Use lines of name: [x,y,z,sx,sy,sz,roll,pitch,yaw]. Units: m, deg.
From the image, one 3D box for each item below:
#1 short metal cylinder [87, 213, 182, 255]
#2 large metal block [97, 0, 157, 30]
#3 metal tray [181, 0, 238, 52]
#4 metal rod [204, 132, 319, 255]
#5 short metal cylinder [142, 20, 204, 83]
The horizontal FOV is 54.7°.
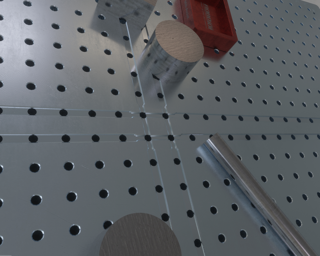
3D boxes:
short metal cylinder: [-0.026,0.128,0.300,0.081,0.050,0.080,14,56,-21]
large metal block: [-0.046,-0.219,0.501,0.080,0.050,0.080,24,53,-14]
metal tray: [0.089,-0.210,0.580,0.091,0.030,0.130,9,58,-24]
metal rod: [0.163,0.130,0.416,0.025,0.025,0.300,-32,79,-38]
short metal cylinder: [0.020,-0.117,0.474,0.081,0.050,0.080,14,56,-21]
